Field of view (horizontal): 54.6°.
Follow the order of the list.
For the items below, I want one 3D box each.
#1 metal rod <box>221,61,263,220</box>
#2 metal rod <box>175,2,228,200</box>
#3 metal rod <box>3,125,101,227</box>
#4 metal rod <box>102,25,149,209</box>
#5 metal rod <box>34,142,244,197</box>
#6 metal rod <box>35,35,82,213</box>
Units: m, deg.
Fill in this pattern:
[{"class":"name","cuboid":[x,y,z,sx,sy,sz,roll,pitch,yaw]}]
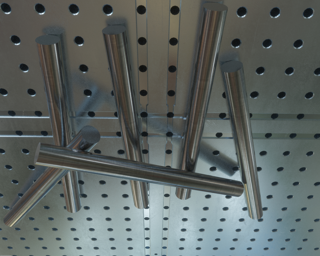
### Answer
[{"class":"metal rod","cuboid":[0.124,0.039,0.445,0.025,0.025,0.299,-13,129,10]},{"class":"metal rod","cuboid":[0.046,-0.007,0.405,0.025,0.025,0.298,3,130,-2]},{"class":"metal rod","cuboid":[-0.172,0.085,0.457,0.025,0.025,0.299,30,131,-23]},{"class":"metal rod","cuboid":[-0.039,0.011,0.420,0.025,0.025,0.298,-3,130,2]},{"class":"metal rod","cuboid":[-0.006,0.061,0.412,0.302,0.025,0.025,15,130,-29]},{"class":"metal rod","cuboid":[-0.132,0.019,0.426,0.025,0.025,0.298,4,130,-3]}]
